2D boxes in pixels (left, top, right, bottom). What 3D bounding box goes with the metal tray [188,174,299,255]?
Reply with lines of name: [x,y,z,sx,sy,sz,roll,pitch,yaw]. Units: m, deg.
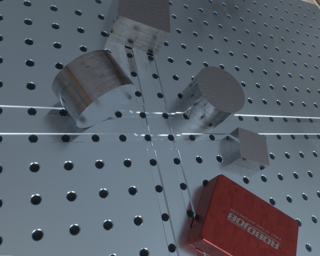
metal tray: [0.108,0.129,0.384,0.130,0.030,0.090,32,51,-7]

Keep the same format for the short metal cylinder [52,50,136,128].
short metal cylinder: [-0.075,-0.044,0.359,0.081,0.080,0.050,-29,78,-38]

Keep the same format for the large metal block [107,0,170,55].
large metal block: [-0.032,-0.169,0.478,0.081,0.050,0.080,13,56,-21]

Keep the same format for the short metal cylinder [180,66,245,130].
short metal cylinder: [0.078,-0.044,0.461,0.081,0.050,0.080,14,56,-21]

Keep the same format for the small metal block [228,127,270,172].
small metal block: [0.131,0.032,0.459,0.050,0.025,0.050,17,55,-19]
